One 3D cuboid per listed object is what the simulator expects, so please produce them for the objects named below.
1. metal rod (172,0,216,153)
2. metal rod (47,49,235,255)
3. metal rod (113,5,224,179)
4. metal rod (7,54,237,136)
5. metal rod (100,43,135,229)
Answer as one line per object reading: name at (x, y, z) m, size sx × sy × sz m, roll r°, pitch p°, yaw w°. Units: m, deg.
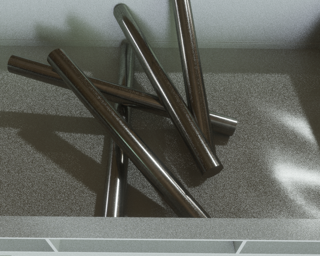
metal rod at (0.038, -0.100, 0.404) m, size 0.025 × 0.025 × 0.299 m, roll -6°, pitch 74°, yaw -5°
metal rod at (-0.033, 0.016, 0.346) m, size 0.025 × 0.025 × 0.300 m, roll -34°, pitch 72°, yaw -26°
metal rod at (-0.002, -0.067, 0.403) m, size 0.025 × 0.025 × 0.299 m, roll -18°, pitch 57°, yaw -15°
metal rod at (-0.048, -0.043, 0.406) m, size 0.302 × 0.025 × 0.025 m, roll 16°, pitch 51°, yaw -1°
metal rod at (-0.051, -0.015, 0.417) m, size 0.025 × 0.025 × 0.300 m, roll 0°, pitch 50°, yaw -1°
